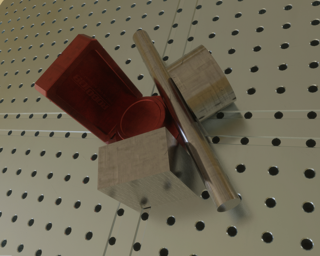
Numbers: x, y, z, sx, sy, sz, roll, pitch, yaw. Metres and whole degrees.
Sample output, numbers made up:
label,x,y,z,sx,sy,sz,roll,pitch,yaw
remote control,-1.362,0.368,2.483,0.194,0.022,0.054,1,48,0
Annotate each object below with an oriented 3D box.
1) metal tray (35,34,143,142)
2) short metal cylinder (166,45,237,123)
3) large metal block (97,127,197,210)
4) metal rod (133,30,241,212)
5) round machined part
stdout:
label,x,y,z,sx,sy,sz,roll,pitch,yaw
metal tray,-0.087,-0.048,0.415,0.030,0.130,0.090,31,79,37
short metal cylinder,0.049,-0.053,0.377,0.050,0.080,0.080,-32,52,7
large metal block,-0.013,0.049,0.348,0.080,0.080,0.050,-18,55,18
metal rod,0.018,-0.033,0.391,0.025,0.025,0.300,-31,52,8
round machined part,-0.017,-0.002,0.406,0.098,0.042,0.098,-13,56,20
